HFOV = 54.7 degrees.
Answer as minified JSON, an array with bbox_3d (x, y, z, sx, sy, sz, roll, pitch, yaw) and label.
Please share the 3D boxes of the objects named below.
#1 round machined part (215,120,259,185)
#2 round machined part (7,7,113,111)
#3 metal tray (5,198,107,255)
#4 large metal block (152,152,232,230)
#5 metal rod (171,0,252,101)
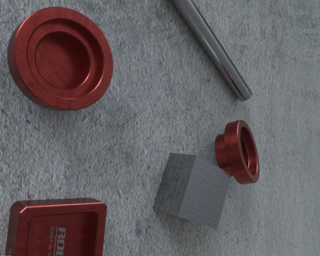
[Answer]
[{"bbox_3d":[0.118,0.039,0.481,0.098,0.042,0.098,33,49,-50],"label":"round machined part"},{"bbox_3d":[-0.100,-0.066,0.311,0.099,0.042,0.097,0,90,-40],"label":"round machined part"},{"bbox_3d":[-0.106,0.140,0.314,0.091,0.030,0.129,8,85,-40],"label":"metal tray"},{"bbox_3d":[0.046,0.087,0.430,0.080,0.050,0.080,30,71,-36],"label":"large metal block"},{"bbox_3d":[0.058,-0.149,0.454,0.300,0.025,0.025,47,62,-30],"label":"metal rod"}]
